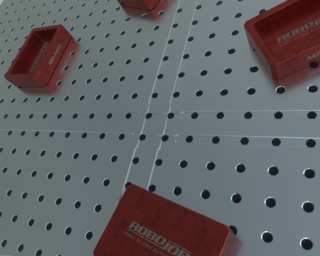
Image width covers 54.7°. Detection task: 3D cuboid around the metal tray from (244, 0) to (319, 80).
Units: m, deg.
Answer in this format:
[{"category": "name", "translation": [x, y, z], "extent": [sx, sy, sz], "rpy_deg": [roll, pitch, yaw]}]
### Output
[{"category": "metal tray", "translation": [0.184, -0.125, 0.385], "extent": [0.130, 0.030, 0.090], "rpy_deg": [-25, 53, 12]}]

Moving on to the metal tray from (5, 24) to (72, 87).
[{"category": "metal tray", "translation": [-0.241, -0.144, 0.616], "extent": [0.090, 0.030, 0.130], "rpy_deg": [4, 63, 29]}]

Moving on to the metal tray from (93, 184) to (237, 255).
[{"category": "metal tray", "translation": [0.002, 0.124, 0.327], "extent": [0.130, 0.030, 0.090], "rpy_deg": [16, 70, 34]}]

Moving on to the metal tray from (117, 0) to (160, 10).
[{"category": "metal tray", "translation": [-0.018, -0.287, 0.588], "extent": [0.090, 0.030, 0.130], "rpy_deg": [25, 75, 36]}]
